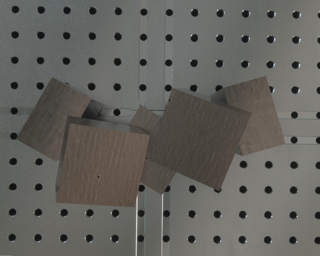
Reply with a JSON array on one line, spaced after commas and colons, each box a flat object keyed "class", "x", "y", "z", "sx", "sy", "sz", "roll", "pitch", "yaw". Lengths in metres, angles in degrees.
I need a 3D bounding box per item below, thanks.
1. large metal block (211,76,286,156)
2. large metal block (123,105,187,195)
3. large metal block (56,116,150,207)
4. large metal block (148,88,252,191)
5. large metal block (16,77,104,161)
[{"class": "large metal block", "x": 0.106, "y": -0.014, "z": 0.387, "sx": 0.050, "sy": 0.080, "sz": 0.080, "roll": -16, "pitch": 90, "yaw": 0}, {"class": "large metal block", "x": -0.010, "y": 0.026, "z": 0.400, "sx": 0.080, "sy": 0.050, "sz": 0.080, "roll": 32, "pitch": 90, "yaw": -1}, {"class": "large metal block", "x": -0.064, "y": 0.036, "z": 0.334, "sx": 0.081, "sy": 0.050, "sz": 0.079, "roll": 9, "pitch": 97, "yaw": -21}, {"class": "large metal block", "x": 0.044, "y": 0.008, "z": 0.332, "sx": 0.080, "sy": 0.050, "sz": 0.079, "roll": 22, "pitch": 103, "yaw": 15}, {"class": "large metal block", "x": -0.118, "y": -0.010, "z": 0.384, "sx": 0.050, "sy": 0.080, "sz": 0.080, "roll": 30, "pitch": 90, "yaw": -1}]
